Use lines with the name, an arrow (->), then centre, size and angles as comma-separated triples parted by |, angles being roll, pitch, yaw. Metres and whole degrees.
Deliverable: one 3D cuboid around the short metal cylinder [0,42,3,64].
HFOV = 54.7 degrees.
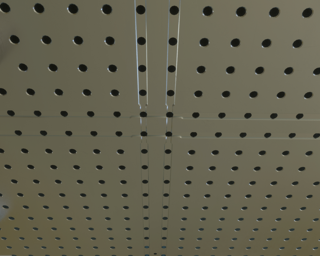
short metal cylinder -> -0.218, -0.078, 0.326 | 0.081, 0.050, 0.079 | 0, 130, 0
